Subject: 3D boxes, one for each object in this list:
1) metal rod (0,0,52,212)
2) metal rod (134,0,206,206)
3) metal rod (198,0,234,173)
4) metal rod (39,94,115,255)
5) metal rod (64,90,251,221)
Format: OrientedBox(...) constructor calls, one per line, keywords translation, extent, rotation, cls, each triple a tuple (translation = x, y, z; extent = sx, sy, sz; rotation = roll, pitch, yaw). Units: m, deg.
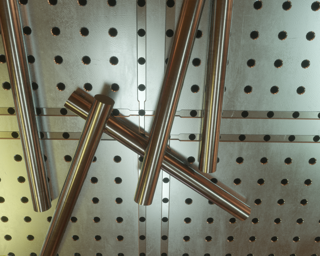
OrientedBox(translation=(-0.174, -0.024, 0.402), extent=(0.025, 0.025, 0.298), rotation=(-1, 110, 0), cls="metal rod")
OrientedBox(translation=(0.013, -0.043, 0.380), extent=(0.025, 0.025, 0.298), rotation=(13, 103, -5), cls="metal rod")
OrientedBox(translation=(0.071, -0.082, 0.384), extent=(0.025, 0.025, 0.298), rotation=(1, 110, -1), cls="metal rod")
OrientedBox(translation=(-0.124, 0.089, 0.428), extent=(0.025, 0.025, 0.298), rotation=(22, 114, -8), cls="metal rod")
OrientedBox(translation=(0.005, 0.045, 0.429), extent=(0.301, 0.025, 0.025), rotation=(34, 106, -12), cls="metal rod")
